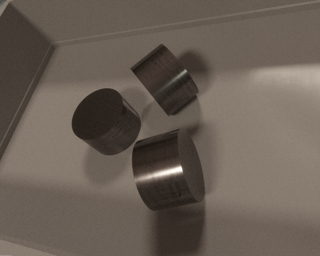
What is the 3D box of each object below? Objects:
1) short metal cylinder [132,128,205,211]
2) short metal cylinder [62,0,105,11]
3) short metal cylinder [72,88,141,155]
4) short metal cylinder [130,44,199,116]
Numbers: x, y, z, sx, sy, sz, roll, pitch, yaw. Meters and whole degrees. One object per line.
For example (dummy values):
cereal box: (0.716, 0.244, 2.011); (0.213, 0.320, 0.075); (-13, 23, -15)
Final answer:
short metal cylinder: (0.011, 0.045, 0.336); (0.050, 0.080, 0.080); (-17, 55, 18)
short metal cylinder: (-0.156, -0.280, 0.624); (0.050, 0.080, 0.080); (3, 63, 29)
short metal cylinder: (-0.074, -0.008, 0.432); (0.080, 0.050, 0.080); (-13, 56, 20)
short metal cylinder: (0.006, -0.062, 0.404); (0.050, 0.080, 0.080); (-39, 51, 2)
